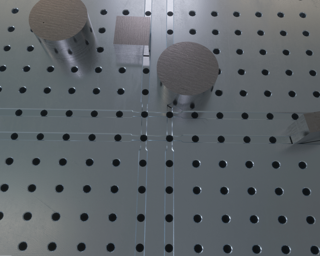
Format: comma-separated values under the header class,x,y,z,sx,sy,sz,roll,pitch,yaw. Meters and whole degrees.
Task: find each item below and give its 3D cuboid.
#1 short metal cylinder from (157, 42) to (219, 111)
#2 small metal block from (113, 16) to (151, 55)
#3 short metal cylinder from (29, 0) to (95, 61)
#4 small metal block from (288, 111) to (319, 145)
class,x,y,z,sx,sy,sz,roll,pitch,yaw
short metal cylinder,0.036,-0.070,0.424,0.081,0.050,0.080,0,70,0
small metal block,-0.040,-0.138,0.462,0.050,0.025,0.050,3,70,1
short metal cylinder,-0.140,-0.145,0.451,0.081,0.050,0.080,0,70,0
small metal block,0.203,-0.001,0.401,0.050,0.050,0.025,-9,71,-3
